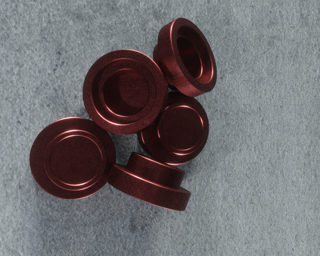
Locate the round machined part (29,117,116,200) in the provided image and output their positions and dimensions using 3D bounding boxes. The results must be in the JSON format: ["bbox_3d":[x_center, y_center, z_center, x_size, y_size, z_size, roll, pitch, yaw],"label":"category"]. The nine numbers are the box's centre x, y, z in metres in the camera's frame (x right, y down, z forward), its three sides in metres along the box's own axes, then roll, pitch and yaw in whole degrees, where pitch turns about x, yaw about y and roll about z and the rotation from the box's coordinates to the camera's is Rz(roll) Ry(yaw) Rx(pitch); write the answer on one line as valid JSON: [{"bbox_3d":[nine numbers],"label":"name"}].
[{"bbox_3d":[-0.100,0.036,0.364,0.099,0.042,0.097,0,90,-21],"label":"round machined part"}]

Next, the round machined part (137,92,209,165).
[{"bbox_3d":[0.022,0.000,0.409,0.099,0.042,0.097,0,90,-21],"label":"round machined part"}]

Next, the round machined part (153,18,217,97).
[{"bbox_3d":[0.029,-0.086,0.396,0.098,0.042,0.098,24,57,-44],"label":"round machined part"}]

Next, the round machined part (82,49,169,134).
[{"bbox_3d":[-0.038,-0.041,0.372,0.098,0.042,0.097,0,89,10],"label":"round machined part"}]

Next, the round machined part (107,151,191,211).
[{"bbox_3d":[-0.009,0.059,0.367,0.099,0.098,0.042,22,86,-19],"label":"round machined part"}]
